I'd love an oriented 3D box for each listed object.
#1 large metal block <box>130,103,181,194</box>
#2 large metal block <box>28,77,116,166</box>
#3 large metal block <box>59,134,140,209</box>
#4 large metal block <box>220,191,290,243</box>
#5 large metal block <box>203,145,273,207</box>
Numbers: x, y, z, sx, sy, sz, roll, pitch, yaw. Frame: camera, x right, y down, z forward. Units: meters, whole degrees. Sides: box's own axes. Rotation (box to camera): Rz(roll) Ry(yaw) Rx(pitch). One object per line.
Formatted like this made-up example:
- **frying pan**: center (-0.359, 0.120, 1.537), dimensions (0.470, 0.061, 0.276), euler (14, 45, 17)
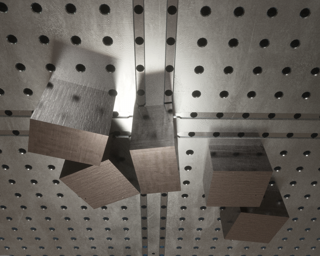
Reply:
- **large metal block**: center (-0.004, 0.026, 0.398), dimensions (0.050, 0.080, 0.080), euler (-6, 130, 5)
- **large metal block**: center (-0.101, -0.008, 0.367), dimensions (0.081, 0.080, 0.050), euler (14, 129, -12)
- **large metal block**: center (-0.082, 0.065, 0.450), dimensions (0.080, 0.050, 0.080), euler (-22, 127, 17)
- **large metal block**: center (0.156, 0.148, 0.524), dimensions (0.081, 0.050, 0.079), euler (8, 130, -8)
- **large metal block**: center (0.110, 0.072, 0.458), dimensions (0.081, 0.050, 0.079), euler (1, 130, -1)
